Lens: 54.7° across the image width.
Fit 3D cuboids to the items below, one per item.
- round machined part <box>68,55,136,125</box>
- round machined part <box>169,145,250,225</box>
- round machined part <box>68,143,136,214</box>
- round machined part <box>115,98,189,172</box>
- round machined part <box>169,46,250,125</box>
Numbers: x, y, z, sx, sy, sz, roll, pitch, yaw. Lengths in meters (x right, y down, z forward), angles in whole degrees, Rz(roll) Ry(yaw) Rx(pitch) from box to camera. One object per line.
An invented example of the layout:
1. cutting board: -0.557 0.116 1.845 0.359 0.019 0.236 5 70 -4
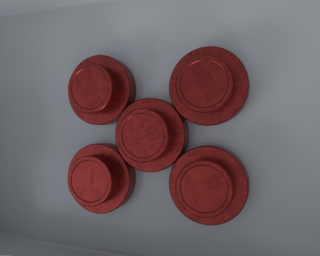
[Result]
1. round machined part: -0.087 -0.053 0.429 0.098 0.042 0.097 0 90 19
2. round machined part: 0.058 0.071 0.379 0.098 0.042 0.097 0 90 19
3. round machined part: -0.087 0.071 0.429 0.098 0.042 0.097 0 90 19
4. round machined part: -0.015 0.009 0.404 0.098 0.042 0.097 0 90 19
5. round machined part: 0.058 -0.052 0.379 0.098 0.042 0.097 0 90 19
